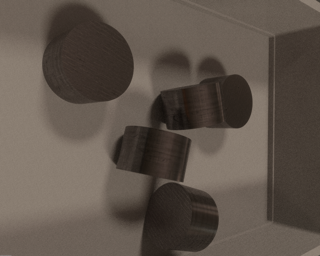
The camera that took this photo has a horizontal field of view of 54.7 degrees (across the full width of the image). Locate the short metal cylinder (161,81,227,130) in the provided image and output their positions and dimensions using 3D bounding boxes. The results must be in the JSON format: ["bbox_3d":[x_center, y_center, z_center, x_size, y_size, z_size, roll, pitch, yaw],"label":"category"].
[{"bbox_3d":[0.044,-0.030,0.410,0.081,0.080,0.050,-17,101,-39],"label":"short metal cylinder"}]

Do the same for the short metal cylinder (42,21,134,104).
[{"bbox_3d":[-0.075,-0.066,0.328,0.081,0.050,0.079,0,90,-40],"label":"short metal cylinder"}]

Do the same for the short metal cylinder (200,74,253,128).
[{"bbox_3d":[0.097,-0.039,0.474,0.081,0.050,0.079,0,90,-40],"label":"short metal cylinder"}]

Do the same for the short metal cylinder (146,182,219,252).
[{"bbox_3d":[0.027,0.114,0.396,0.050,0.080,0.080,24,75,-38],"label":"short metal cylinder"}]

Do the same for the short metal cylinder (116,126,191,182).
[{"bbox_3d":[-0.007,0.032,0.367,0.080,0.080,0.050,20,78,-39],"label":"short metal cylinder"}]
